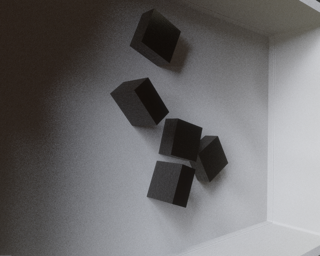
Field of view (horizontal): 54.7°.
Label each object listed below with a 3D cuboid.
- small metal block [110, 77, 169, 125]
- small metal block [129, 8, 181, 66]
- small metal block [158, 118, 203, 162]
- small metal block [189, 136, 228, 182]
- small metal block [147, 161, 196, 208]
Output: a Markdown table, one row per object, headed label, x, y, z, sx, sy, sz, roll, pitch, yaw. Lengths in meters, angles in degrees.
| label | x | y | z | sx | sy | sz | roll | pitch | yaw |
| --- | --- | --- | --- | --- | --- | --- | --- | --- | --- |
| small metal block | -0.025 | -0.030 | 0.371 | 0.025 | 0.050 | 0.050 | -48 | 119 | -30 |
| small metal block | -0.005 | -0.117 | 0.404 | 0.050 | 0.025 | 0.050 | 30 | 71 | -36 |
| small metal block | 0.030 | 0.017 | 0.434 | 0.050 | 0.025 | 0.050 | 19 | 78 | -39 |
| small metal block | 0.072 | 0.046 | 0.470 | 0.050 | 0.025 | 0.050 | -37 | 113 | -34 |
| small metal block | 0.014 | 0.072 | 0.404 | 0.025 | 0.050 | 0.050 | 26 | 74 | -38 |
